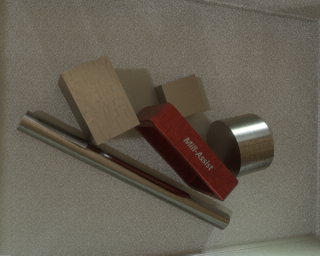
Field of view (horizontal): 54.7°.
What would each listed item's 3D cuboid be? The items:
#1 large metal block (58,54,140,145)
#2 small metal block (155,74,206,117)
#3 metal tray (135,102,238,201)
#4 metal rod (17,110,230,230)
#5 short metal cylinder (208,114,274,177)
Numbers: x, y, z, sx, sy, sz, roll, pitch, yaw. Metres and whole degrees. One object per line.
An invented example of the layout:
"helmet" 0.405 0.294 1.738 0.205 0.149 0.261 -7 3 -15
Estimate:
"large metal block" -0.073 -0.029 0.353 0.050 0.080 0.080 -28 100 -18
"small metal block" 0.028 -0.040 0.419 0.050 0.025 0.050 -21 97 -19
"metal tray" 0.027 0.029 0.385 0.030 0.090 0.130 -46 105 -15
"metal rod" -0.032 0.062 0.398 0.301 0.025 0.025 30 80 -18
"short metal cylinder" 0.107 0.024 0.421 0.050 0.080 0.079 -12 95 -19
